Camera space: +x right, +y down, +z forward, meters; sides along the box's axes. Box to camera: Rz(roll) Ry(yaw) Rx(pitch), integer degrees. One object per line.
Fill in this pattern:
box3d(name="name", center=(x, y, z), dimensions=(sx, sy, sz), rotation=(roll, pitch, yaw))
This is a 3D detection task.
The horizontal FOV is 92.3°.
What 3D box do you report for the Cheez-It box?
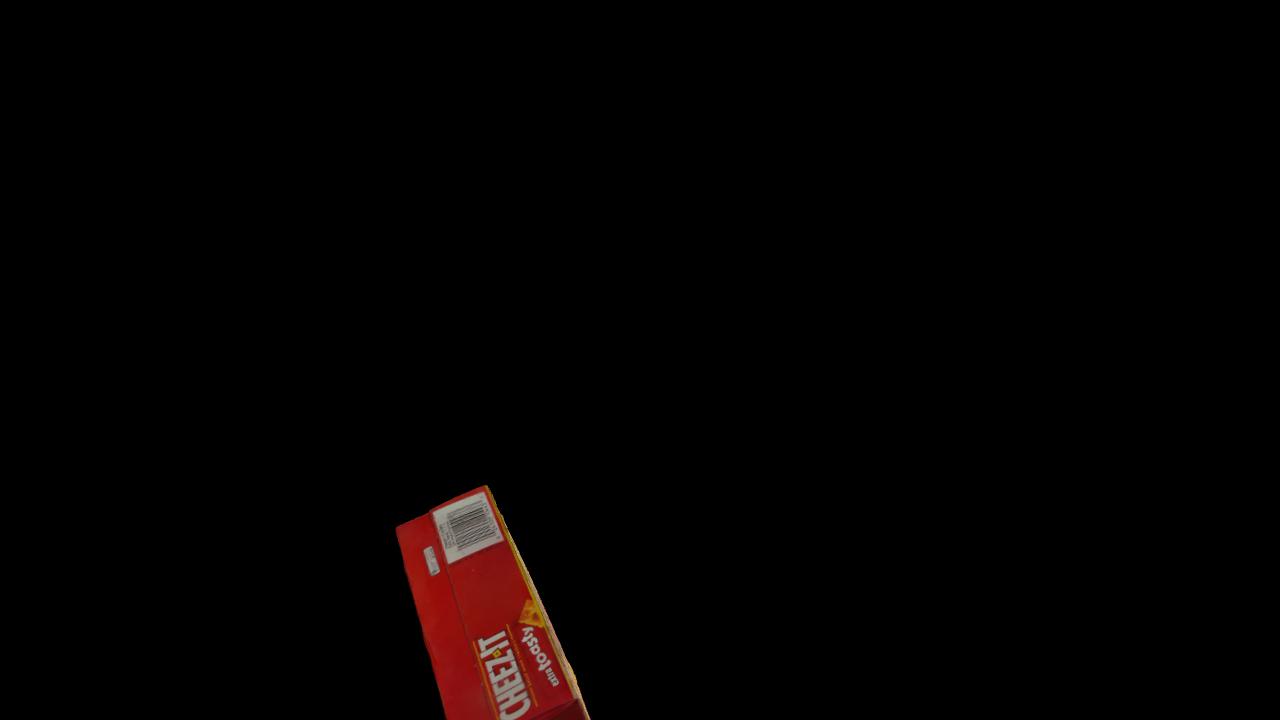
box3d(name="Cheez-It box", center=(-0.083, 0.220, 0.416), dimensions=(0.071, 0.223, 0.166), rotation=(-23, 41, -18))
